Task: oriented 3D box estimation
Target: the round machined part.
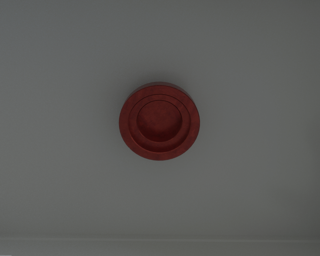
[{"bbox_3d":[-0.001,-0.011,0.395,0.099,0.042,0.097,0,110,0],"label":"round machined part"}]
